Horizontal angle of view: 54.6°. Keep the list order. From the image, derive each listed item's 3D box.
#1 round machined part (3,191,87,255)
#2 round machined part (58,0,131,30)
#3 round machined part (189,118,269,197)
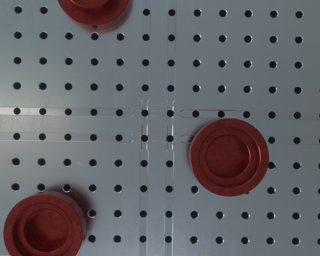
[{"bbox_3d":[-0.145,0.130,0.404,0.099,0.042,0.097,0,90,0],"label":"round machined part"},{"bbox_3d":[-0.087,-0.183,0.404,0.099,0.042,0.097,0,90,0],"label":"round machined part"},{"bbox_3d":[0.087,0.037,0.405,0.099,0.042,0.097,0,90,0],"label":"round machined part"}]
